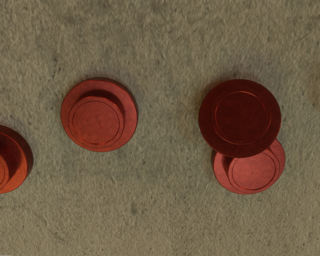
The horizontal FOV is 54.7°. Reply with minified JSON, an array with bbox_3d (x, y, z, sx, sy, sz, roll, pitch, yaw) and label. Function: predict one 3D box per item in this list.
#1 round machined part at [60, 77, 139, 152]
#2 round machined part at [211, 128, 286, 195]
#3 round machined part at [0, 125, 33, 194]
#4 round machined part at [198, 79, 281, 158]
[{"bbox_3d":[-0.078,-0.013,0.395,0.099,0.042,0.097,0,110,-1],"label":"round machined part"},{"bbox_3d":[0.122,0.049,0.421,0.099,0.042,0.097,0,110,-1],"label":"round machined part"},{"bbox_3d":[-0.228,0.047,0.415,0.099,0.042,0.097,0,110,-1],"label":"round machined part"},{"bbox_3d":[0.096,-0.013,0.376,0.098,0.042,0.097,-1,83,9],"label":"round machined part"}]
